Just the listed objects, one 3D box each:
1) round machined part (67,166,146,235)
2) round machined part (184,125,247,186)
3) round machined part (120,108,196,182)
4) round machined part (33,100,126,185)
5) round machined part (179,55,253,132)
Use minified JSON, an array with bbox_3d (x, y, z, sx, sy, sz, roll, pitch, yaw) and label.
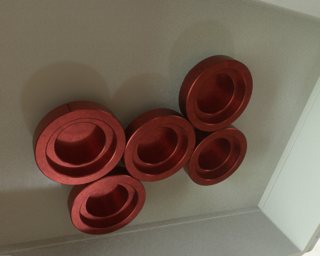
[{"bbox_3d":[-0.072,0.090,0.410,0.099,0.042,0.097,-14,124,-21],"label":"round machined part"},{"bbox_3d":[0.075,0.033,0.456,0.099,0.042,0.097,-14,124,-21],"label":"round machined part"},{"bbox_3d":[-0.007,0.018,0.401,0.099,0.042,0.097,-14,124,-21],"label":"round machined part"},{"bbox_3d":[-0.092,0.013,0.352,0.099,0.042,0.097,-14,124,-21],"label":"round machined part"},{"bbox_3d":[0.067,-0.047,0.402,0.099,0.042,0.097,-14,124,-21],"label":"round machined part"}]
